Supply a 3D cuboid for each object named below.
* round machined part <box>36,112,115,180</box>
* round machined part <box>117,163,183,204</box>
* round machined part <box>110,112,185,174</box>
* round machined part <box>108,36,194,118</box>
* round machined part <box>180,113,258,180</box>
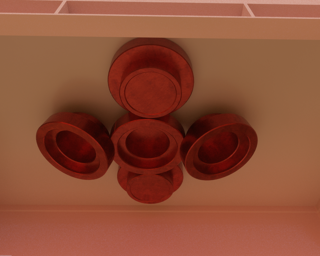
[{"bbox_3d":[-0.104,0.018,0.400,0.098,0.042,0.097,11,131,13],"label":"round machined part"},{"bbox_3d":[-0.015,0.076,0.460,0.099,0.042,0.097,0,130,0],"label":"round machined part"},{"bbox_3d":[-0.016,0.013,0.406,0.099,0.042,0.097,0,130,0],"label":"round machined part"},{"bbox_3d":[-0.010,-0.050,0.353,0.099,0.042,0.097,0,130,0],"label":"round machined part"},{"bbox_3d":[0.072,0.020,0.402,0.099,0.042,0.097,-11,132,-13],"label":"round machined part"}]
